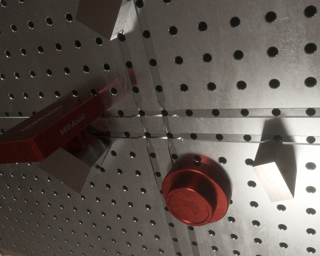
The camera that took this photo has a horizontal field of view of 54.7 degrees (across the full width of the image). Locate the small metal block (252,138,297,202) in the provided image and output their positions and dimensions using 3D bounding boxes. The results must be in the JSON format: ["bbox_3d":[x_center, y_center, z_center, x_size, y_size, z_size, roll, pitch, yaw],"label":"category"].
[{"bbox_3d":[0.133,0.048,0.354,0.025,0.050,0.050,-21,107,35],"label":"small metal block"}]

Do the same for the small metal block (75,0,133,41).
[{"bbox_3d":[-0.065,-0.138,0.358,0.050,0.025,0.050,33,129,6],"label":"small metal block"}]

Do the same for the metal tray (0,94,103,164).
[{"bbox_3d":[-0.150,-0.001,0.420,0.090,0.131,0.030,-6,115,31],"label":"metal tray"}]

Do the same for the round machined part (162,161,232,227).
[{"bbox_3d":[0.047,0.099,0.435,0.098,0.042,0.097,13,124,20],"label":"round machined part"}]

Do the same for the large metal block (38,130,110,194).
[{"bbox_3d":[-0.136,0.045,0.486,0.080,0.050,0.079,33,133,2],"label":"large metal block"}]
